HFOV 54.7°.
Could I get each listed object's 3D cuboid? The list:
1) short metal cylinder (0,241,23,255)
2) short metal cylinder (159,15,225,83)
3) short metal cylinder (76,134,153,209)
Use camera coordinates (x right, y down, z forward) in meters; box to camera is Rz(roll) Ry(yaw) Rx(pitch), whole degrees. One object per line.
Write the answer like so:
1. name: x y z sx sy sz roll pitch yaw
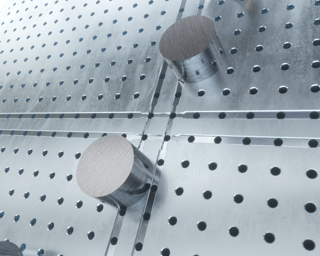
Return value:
1. short metal cylinder: -0.216 0.178 0.377 0.050 0.080 0.080 -4 60 26
2. short metal cylinder: 0.046 -0.110 0.436 0.080 0.050 0.080 -13 56 21
3. short metal cylinder: -0.056 0.055 0.388 0.080 0.050 0.080 -13 56 21
